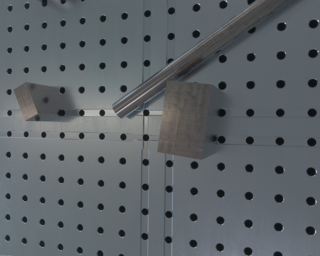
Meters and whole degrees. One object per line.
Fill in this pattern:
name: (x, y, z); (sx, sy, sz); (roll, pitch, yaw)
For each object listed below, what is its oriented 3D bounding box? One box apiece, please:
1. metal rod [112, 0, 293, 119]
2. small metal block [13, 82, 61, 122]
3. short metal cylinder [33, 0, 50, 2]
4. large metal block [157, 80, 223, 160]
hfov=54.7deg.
metal rod: (0.062, -0.102, 0.390); (0.300, 0.025, 0.025); (-33, 79, 16)
small metal block: (-0.183, -0.038, 0.464); (0.025, 0.050, 0.050); (-26, 82, 18)
short metal cylinder: (-0.193, -0.239, 0.467); (0.080, 0.050, 0.079); (0, 90, 20)
large metal block: (0.039, -0.010, 0.369); (0.050, 0.080, 0.079); (9, 93, 20)
